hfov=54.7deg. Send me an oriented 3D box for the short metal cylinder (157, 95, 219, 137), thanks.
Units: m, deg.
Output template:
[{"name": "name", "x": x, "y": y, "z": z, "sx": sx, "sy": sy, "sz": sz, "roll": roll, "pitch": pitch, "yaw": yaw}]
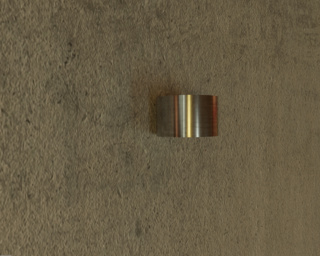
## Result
[{"name": "short metal cylinder", "x": 0.036, "y": -0.015, "z": 0.403, "sx": 0.081, "sy": 0.080, "sz": 0.050, "roll": -1, "pitch": 91, "yaw": -40}]
